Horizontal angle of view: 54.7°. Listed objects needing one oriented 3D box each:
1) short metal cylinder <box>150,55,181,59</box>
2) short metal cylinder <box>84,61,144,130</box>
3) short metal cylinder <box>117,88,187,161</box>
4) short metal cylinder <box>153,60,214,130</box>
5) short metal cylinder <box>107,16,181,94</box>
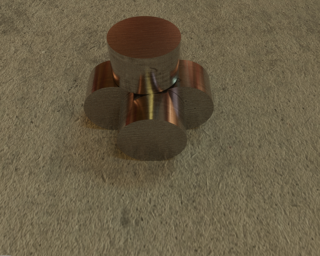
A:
[{"bbox_3d":[-0.009,-0.081,0.437,0.081,0.080,0.050,-1,50,-2],"label":"short metal cylinder"},{"bbox_3d":[-0.055,-0.041,0.403,0.081,0.080,0.050,-1,50,-1],"label":"short metal cylinder"},{"bbox_3d":[-0.009,-0.003,0.371,0.081,0.080,0.050,0,50,-1],"label":"short metal cylinder"},{"bbox_3d":[0.027,-0.041,0.404,0.081,0.080,0.050,0,50,-1],"label":"short metal cylinder"},{"bbox_3d":[-0.017,-0.084,0.355,0.081,0.050,0.080,0,50,0],"label":"short metal cylinder"}]
